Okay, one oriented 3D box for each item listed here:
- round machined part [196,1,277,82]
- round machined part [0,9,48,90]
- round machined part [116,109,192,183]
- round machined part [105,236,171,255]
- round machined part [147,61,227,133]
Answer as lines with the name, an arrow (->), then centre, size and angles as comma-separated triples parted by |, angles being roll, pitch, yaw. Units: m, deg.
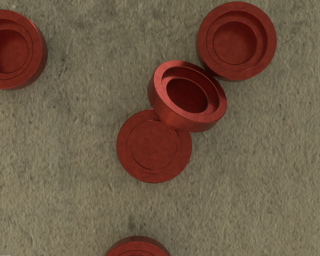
round machined part -> 0.095, -0.108, 0.403 | 0.099, 0.042, 0.097 | 0, 90, -1
round machined part -> -0.194, -0.097, 0.399 | 0.099, 0.042, 0.097 | 0, 90, -1
round machined part -> -0.007, 0.023, 0.401 | 0.099, 0.042, 0.097 | 0, 90, -1
round machined part -> -0.029, 0.188, 0.401 | 0.099, 0.042, 0.097 | 0, 90, -1
round machined part -> 0.030, -0.034, 0.385 | 0.099, 0.042, 0.098 | 14, 51, -17
